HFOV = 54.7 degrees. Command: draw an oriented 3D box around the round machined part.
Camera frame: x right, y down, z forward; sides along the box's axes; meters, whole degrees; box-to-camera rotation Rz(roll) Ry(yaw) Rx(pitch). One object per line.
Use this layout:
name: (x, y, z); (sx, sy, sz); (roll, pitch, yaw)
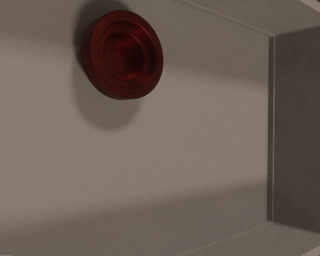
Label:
round machined part: (-0.047, -0.081, 0.358); (0.099, 0.042, 0.097); (0, 90, -40)
